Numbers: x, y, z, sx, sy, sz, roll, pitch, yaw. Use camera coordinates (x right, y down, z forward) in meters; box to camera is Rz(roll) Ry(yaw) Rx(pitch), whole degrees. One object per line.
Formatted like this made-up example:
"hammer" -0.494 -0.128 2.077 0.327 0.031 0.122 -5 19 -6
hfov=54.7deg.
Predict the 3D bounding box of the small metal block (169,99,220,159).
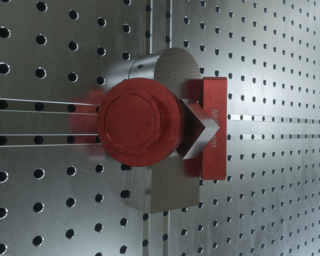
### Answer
"small metal block" 0.034 0.001 0.366 0.025 0.050 0.050 0 133 -43

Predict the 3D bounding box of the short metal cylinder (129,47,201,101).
"short metal cylinder" 0.008 -0.059 0.398 0.081 0.050 0.080 0 90 -40

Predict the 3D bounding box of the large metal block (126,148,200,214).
"large metal block" 0.005 0.059 0.397 0.081 0.050 0.080 3 88 -40

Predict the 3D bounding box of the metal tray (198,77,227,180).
"metal tray" 0.070 0.001 0.427 0.030 0.090 0.129 1 89 3

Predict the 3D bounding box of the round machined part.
"round machined part" -0.025 -0.006 0.335 0.042 0.098 0.097 4 87 -73
